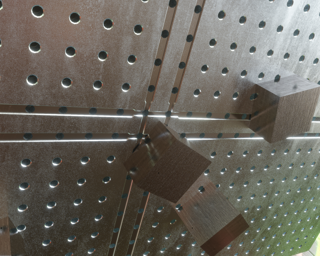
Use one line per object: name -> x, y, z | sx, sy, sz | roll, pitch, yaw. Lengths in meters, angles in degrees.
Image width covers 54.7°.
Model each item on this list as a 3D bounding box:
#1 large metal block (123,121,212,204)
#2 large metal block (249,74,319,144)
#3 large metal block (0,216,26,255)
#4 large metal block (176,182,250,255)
large metal block -> 0.011, 0.049, 0.433 | 0.080, 0.050, 0.080 | 34, 99, -39
large metal block -> 0.194, -0.031, 0.485 | 0.081, 0.050, 0.079 | -15, 125, -20
large metal block -> -0.208, 0.165, 0.365 | 0.081, 0.080, 0.050 | -21, 127, -16
large metal block -> 0.087, 0.152, 0.520 | 0.080, 0.080, 0.050 | -39, 130, -2
